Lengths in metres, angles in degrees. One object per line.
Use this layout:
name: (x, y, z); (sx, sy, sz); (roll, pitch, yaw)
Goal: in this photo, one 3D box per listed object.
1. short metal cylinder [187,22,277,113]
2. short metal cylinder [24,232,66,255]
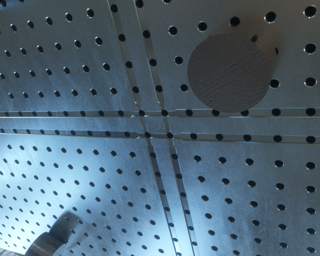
short metal cylinder: (0.075, -0.062, 0.317); (0.080, 0.050, 0.079); (13, 124, 20)
short metal cylinder: (-0.252, 0.276, 0.676); (0.050, 0.080, 0.079); (29, 128, 9)
